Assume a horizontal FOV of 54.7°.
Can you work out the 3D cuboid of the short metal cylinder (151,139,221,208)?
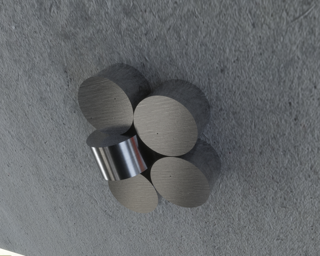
[{"bbox_3d":[0.035,0.057,0.409,0.080,0.050,0.079,14,125,21],"label":"short metal cylinder"}]

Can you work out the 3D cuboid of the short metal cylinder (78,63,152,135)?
[{"bbox_3d":[-0.057,-0.037,0.399,0.080,0.050,0.079,14,125,21],"label":"short metal cylinder"}]

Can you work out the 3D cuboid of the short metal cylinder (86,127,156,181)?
[{"bbox_3d":[-0.051,0.026,0.416,0.080,0.080,0.050,-3,117,29],"label":"short metal cylinder"}]

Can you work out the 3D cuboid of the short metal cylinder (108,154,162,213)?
[{"bbox_3d":[-0.028,0.077,0.455,0.080,0.050,0.079,14,125,21],"label":"short metal cylinder"}]

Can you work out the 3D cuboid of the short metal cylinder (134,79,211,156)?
[{"bbox_3d":[0.015,-0.013,0.375,0.080,0.050,0.079,13,125,20],"label":"short metal cylinder"}]
